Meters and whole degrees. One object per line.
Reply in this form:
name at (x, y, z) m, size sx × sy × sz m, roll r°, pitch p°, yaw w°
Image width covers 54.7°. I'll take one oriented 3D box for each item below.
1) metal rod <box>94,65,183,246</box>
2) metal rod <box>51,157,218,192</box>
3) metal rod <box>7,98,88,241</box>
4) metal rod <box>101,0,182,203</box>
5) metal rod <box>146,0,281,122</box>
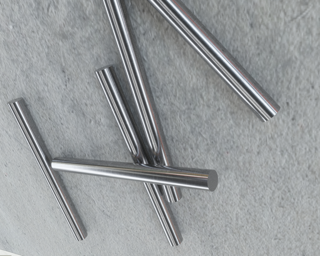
metal rod at (-0.024, 0.053, 0.450) m, size 0.025 × 0.025 × 0.298 m, roll -7°, pitch 115°, yaw 31°
metal rod at (-0.058, 0.061, 0.444) m, size 0.300 × 0.025 × 0.025 m, roll 0°, pitch 119°, yaw 38°
metal rod at (-0.196, 0.086, 0.560) m, size 0.025 × 0.025 × 0.298 m, roll -2°, pitch 118°, yaw 29°
metal rod at (-0.018, -0.029, 0.397) m, size 0.025 × 0.025 × 0.298 m, roll -3°, pitch 117°, yaw 29°
metal rod at (0.015, -0.121, 0.322) m, size 0.300 × 0.025 × 0.025 m, roll 46°, pitch 129°, yaw -4°
